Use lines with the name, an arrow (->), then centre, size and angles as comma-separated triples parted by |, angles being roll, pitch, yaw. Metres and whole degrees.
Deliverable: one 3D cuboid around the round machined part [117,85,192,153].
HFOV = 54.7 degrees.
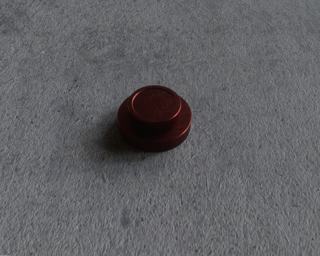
round machined part -> -0.007, -0.019, 0.409 | 0.099, 0.042, 0.098 | 0, 50, 0
